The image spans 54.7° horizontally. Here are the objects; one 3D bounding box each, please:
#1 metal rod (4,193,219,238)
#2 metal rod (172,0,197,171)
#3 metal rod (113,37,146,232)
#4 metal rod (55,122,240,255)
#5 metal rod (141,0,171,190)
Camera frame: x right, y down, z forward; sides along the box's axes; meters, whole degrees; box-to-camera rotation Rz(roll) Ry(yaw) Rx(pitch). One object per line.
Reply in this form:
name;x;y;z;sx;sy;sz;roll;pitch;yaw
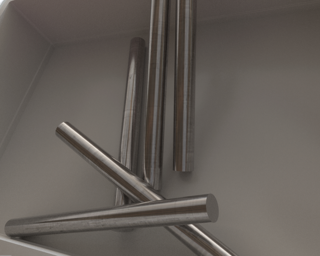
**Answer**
metal rod;-0.078;0.104;0.348;0.300;0.025;0.025;-15;55;31
metal rod;0.030;-0.099;0.367;0.025;0.025;0.298;0;88;28
metal rod;-0.040;-0.012;0.432;0.025;0.025;0.299;-12;57;21
metal rod;-0.020;0.073;0.344;0.300;0.025;0.025;33;80;29
metal rod;-0.003;-0.077;0.377;0.025;0.025;0.298;1;86;28
